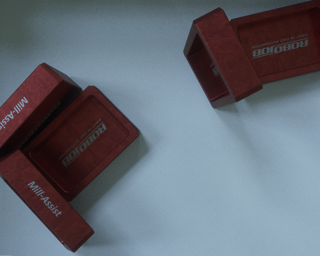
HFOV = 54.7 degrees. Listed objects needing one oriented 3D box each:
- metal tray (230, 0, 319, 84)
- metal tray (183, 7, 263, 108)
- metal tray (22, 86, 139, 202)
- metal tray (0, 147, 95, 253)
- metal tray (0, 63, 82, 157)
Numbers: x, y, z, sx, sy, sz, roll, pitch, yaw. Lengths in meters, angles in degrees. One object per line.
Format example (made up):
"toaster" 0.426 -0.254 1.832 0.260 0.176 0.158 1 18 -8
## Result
"metal tray" 0.160 -0.110 0.410 0.131 0.030 0.089 -14 90 -1
"metal tray" 0.066 -0.072 0.360 0.030 0.130 0.090 -28 90 0
"metal tray" -0.102 0.020 0.407 0.130 0.030 0.090 -44 91 0
"metal tray" -0.140 0.090 0.375 0.130 0.090 0.030 48 62 -1
"metal tray" -0.159 -0.014 0.376 0.030 0.090 0.130 42 90 0
